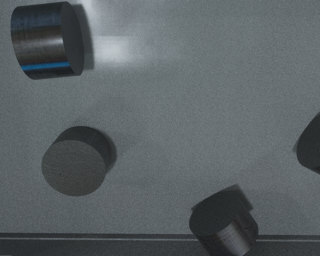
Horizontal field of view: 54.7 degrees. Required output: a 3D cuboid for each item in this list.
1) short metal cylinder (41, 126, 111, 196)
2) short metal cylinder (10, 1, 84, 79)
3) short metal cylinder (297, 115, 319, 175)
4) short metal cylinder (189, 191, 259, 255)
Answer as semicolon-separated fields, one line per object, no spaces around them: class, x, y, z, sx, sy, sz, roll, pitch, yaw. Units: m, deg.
short metal cylinder;-0.109;0.043;0.413;0.081;0.050;0.079;0;110;0
short metal cylinder;-0.121;-0.096;0.345;0.050;0.080;0.079;-5;110;2
short metal cylinder;0.223;0.025;0.393;0.050;0.080;0.080;27;108;-10
short metal cylinder;0.088;0.135;0.433;0.080;0.080;0.050;-32;107;11
